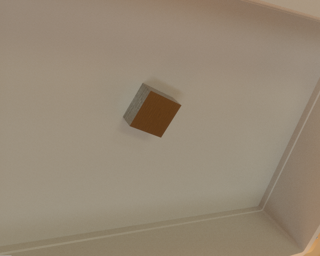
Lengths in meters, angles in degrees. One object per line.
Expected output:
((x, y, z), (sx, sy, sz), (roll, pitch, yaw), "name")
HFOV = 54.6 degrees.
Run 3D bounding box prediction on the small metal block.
((-0.010, -0.021, 0.389), (0.050, 0.025, 0.050), (22, 107, -36), "small metal block")
